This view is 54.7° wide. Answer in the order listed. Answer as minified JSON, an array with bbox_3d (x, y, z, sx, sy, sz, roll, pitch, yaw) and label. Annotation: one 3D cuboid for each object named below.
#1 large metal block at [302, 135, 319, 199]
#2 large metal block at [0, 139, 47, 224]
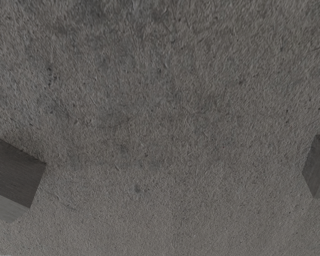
[{"bbox_3d":[0.260,0.054,0.439,0.080,0.050,0.080,-3,130,2],"label":"large metal block"},{"bbox_3d":[-0.217,0.072,0.430,0.050,0.080,0.080,-37,121,27],"label":"large metal block"}]
